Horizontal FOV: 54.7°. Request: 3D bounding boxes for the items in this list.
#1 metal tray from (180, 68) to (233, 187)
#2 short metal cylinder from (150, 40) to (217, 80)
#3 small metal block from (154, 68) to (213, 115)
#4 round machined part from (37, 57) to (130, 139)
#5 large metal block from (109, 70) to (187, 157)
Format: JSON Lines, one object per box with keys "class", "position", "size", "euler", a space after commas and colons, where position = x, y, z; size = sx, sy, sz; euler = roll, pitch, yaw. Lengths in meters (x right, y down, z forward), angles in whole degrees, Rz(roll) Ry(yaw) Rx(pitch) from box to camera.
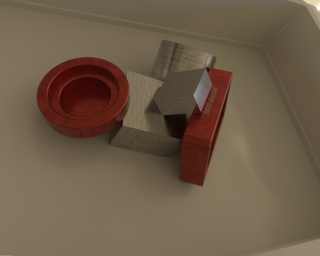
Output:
{"class": "metal tray", "position": [0.060, -0.003, 0.396], "size": [0.030, 0.089, 0.130], "euler": [15, 50, 13]}
{"class": "short metal cylinder", "position": [0.032, -0.085, 0.431], "size": [0.081, 0.080, 0.050], "euler": [15, 100, -20]}
{"class": "small metal block", "position": [0.028, -0.042, 0.364], "size": [0.025, 0.050, 0.050], "euler": [61, 41, -36]}
{"class": "round machined part", "position": [-0.083, -0.030, 0.352], "size": [0.099, 0.042, 0.098], "euler": [1, 59, -2]}
{"class": "large metal block", "position": [-0.014, -0.016, 0.391], "size": [0.081, 0.050, 0.080], "euler": [14, 56, -21]}
